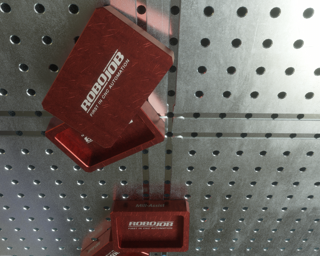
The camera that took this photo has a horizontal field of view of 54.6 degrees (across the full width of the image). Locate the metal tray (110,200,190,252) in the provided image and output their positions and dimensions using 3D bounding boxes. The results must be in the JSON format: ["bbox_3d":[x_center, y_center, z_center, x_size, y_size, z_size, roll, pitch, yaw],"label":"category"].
[{"bbox_3d":[-0.016,0.171,0.536,0.131,0.030,0.089,-1,114,0],"label":"metal tray"}]

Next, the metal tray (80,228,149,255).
[{"bbox_3d":[-0.093,0.254,0.623,0.090,0.030,0.129,30,124,-23],"label":"metal tray"}]

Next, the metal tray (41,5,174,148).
[{"bbox_3d":[-0.057,-0.051,0.336,0.090,0.030,0.129,34,113,-10],"label":"metal tray"}]

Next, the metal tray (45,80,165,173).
[{"bbox_3d":[-0.070,0.002,0.409,0.130,0.030,0.090,-24,126,19],"label":"metal tray"}]
